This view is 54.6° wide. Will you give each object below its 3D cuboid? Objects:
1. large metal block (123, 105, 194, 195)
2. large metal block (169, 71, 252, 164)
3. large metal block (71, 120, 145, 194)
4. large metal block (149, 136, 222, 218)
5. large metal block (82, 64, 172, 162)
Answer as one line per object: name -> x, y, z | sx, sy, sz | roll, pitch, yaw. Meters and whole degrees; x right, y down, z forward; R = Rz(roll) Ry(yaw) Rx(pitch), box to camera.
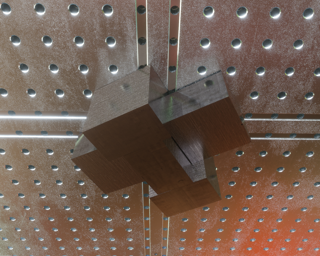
large metal block -> 0.000, 0.024, 0.395 | 0.050, 0.080, 0.080 | -23, 127, 18
large metal block -> 0.057, -0.010, 0.386 | 0.080, 0.050, 0.080 | -23, 129, 18
large metal block -> -0.060, 0.038, 0.428 | 0.080, 0.050, 0.080 | -21, 127, 17
large metal block -> 0.033, 0.066, 0.432 | 0.080, 0.080, 0.050 | -23, 126, 17
large metal block -> -0.035, -0.018, 0.359 | 0.080, 0.080, 0.050 | -22, 126, 18
